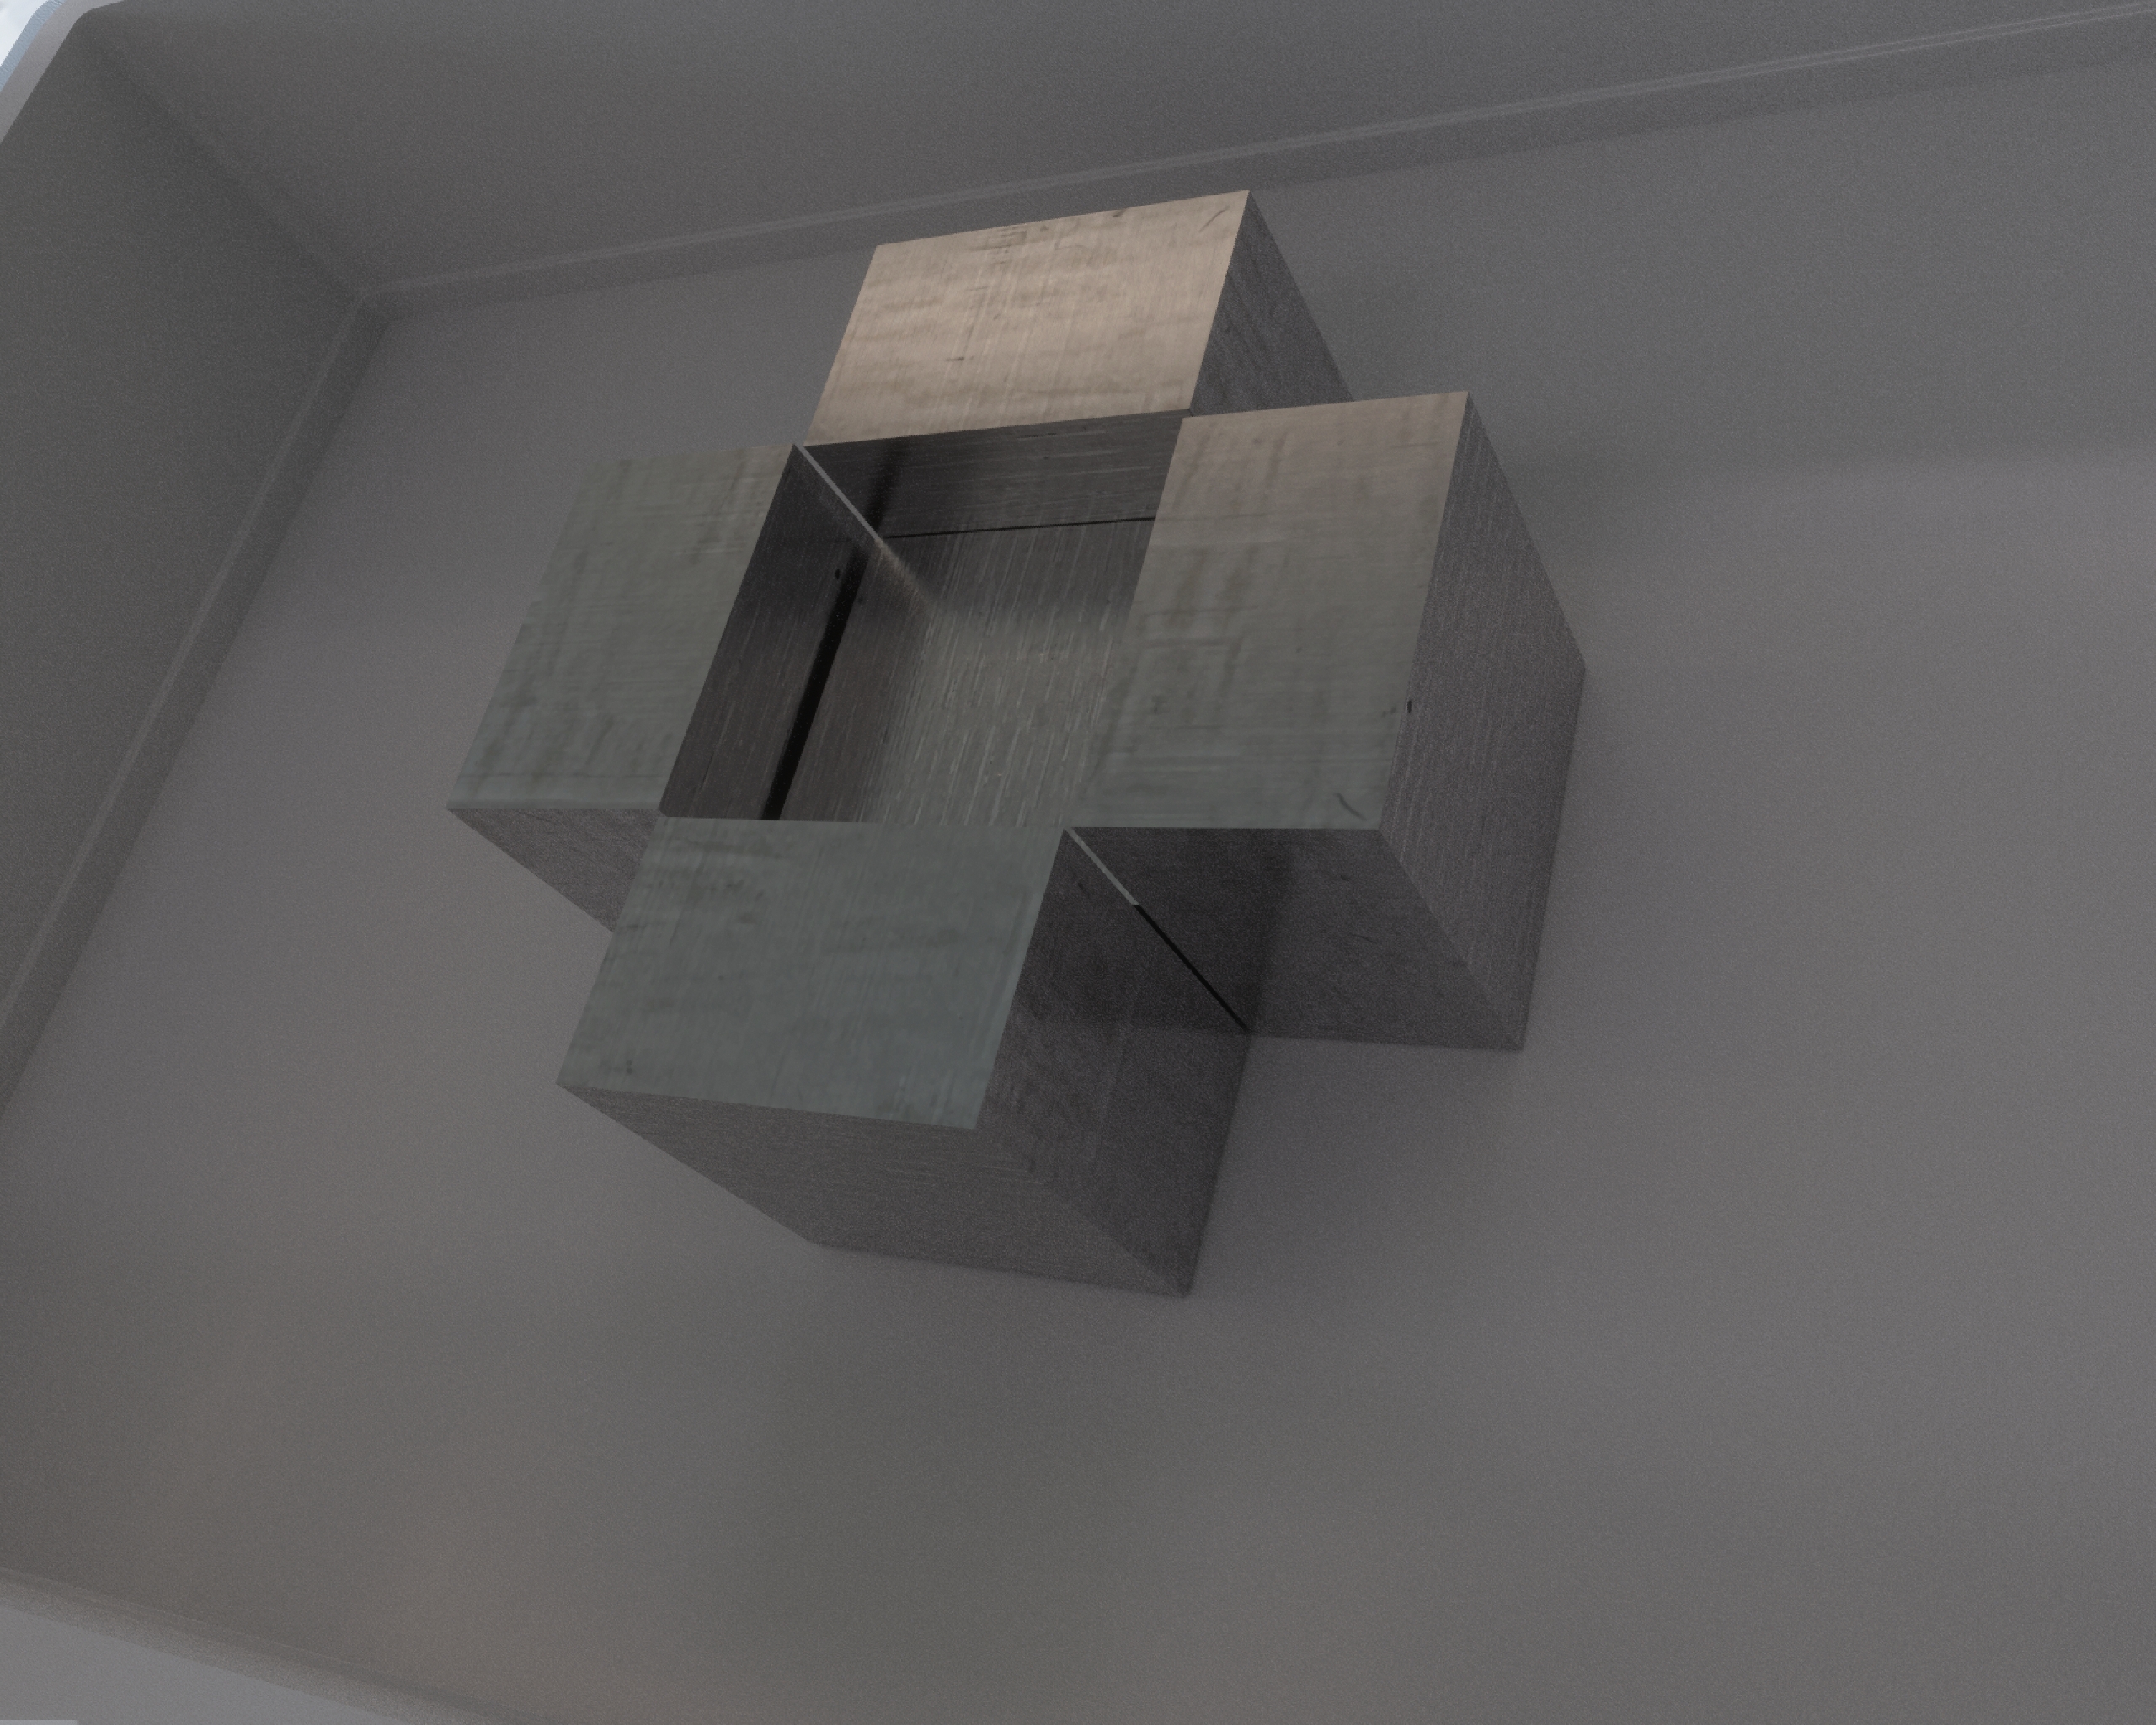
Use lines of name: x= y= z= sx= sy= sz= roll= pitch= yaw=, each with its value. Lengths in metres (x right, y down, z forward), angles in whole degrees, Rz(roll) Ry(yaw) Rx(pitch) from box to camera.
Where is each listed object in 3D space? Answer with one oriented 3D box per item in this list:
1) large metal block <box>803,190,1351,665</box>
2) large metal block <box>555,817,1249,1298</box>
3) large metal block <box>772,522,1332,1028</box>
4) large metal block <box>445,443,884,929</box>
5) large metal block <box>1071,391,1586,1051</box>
large metal block: x=0.006 y=-0.081 z=0.415 sx=0.080 sy=0.080 sz=0.050 roll=1 pitch=62 yaw=28
large metal block: x=-0.027 y=0.034 z=0.362 sx=0.080 sy=0.080 sz=0.050 roll=2 pitch=63 yaw=29
large metal block: x=-0.004 y=-0.017 z=0.399 sx=0.080 sy=0.050 sz=0.080 roll=1 pitch=62 yaw=28
large metal block: x=-0.069 y=-0.026 z=0.422 sx=0.050 sy=0.080 sz=0.080 roll=1 pitch=62 yaw=29
large metal block: x=0.047 y=-0.022 z=0.358 sx=0.050 sy=0.080 sz=0.080 roll=1 pitch=62 yaw=29
